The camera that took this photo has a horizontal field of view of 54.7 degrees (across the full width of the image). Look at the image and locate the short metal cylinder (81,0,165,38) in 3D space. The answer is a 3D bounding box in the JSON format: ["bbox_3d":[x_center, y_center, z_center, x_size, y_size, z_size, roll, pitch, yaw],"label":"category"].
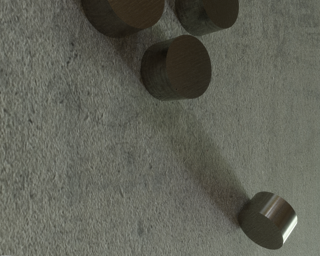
[{"bbox_3d":[-0.042,-0.148,0.353,0.081,0.050,0.080,0,90,-40],"label":"short metal cylinder"}]

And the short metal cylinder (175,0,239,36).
[{"bbox_3d":[0.068,-0.178,0.445,0.081,0.050,0.080,0,90,-40],"label":"short metal cylinder"}]

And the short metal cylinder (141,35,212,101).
[{"bbox_3d":[0.022,-0.077,0.406,0.081,0.050,0.080,0,90,-40],"label":"short metal cylinder"}]

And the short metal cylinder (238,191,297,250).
[{"bbox_3d":[0.179,0.154,0.519,0.050,0.080,0.080,-35,112,-34],"label":"short metal cylinder"}]
